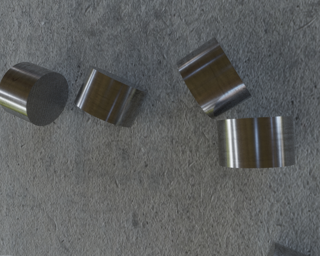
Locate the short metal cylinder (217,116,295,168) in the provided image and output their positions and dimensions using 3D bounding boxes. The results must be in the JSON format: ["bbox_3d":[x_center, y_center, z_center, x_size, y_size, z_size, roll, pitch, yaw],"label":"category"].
[{"bbox_3d":[0.105,0.015,0.343,0.080,0.080,0.050,-3,89,20],"label":"short metal cylinder"}]

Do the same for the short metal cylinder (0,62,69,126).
[{"bbox_3d":[-0.178,-0.049,0.443,0.050,0.080,0.080,22,97,19],"label":"short metal cylinder"}]

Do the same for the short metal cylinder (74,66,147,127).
[{"bbox_3d":[-0.063,-0.041,0.402,0.080,0.080,0.050,28,100,17],"label":"short metal cylinder"}]

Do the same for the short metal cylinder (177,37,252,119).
[{"bbox_3d":[0.063,-0.057,0.357,0.050,0.080,0.080,-32,80,17],"label":"short metal cylinder"}]

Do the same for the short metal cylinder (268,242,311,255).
[{"bbox_3d":[0.137,0.171,0.331,0.050,0.080,0.080,18,96,19],"label":"short metal cylinder"}]
